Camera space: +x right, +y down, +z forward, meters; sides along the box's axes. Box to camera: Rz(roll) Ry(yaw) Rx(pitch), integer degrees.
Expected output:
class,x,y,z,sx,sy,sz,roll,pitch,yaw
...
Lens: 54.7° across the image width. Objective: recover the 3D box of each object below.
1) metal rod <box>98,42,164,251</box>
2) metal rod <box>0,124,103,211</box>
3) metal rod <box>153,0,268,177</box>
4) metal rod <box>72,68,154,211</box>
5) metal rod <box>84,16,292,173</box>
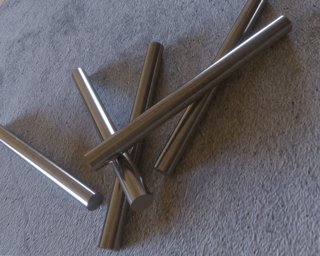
class,x,y,z,sx,sy,sz,roll,pitch,yaw
metal rod,-0.032,0.006,0.417,0.025,0.025,0.300,-3,60,26
metal rod,-0.193,0.046,0.477,0.300,0.025,0.025,23,74,36
metal rod,0.075,-0.073,0.408,0.025,0.025,0.300,20,72,35
metal rod,-0.079,-0.007,0.426,0.025,0.025,0.300,-38,44,2
metal rod,0.042,-0.047,0.373,0.301,0.025,0.025,-36,50,-11
